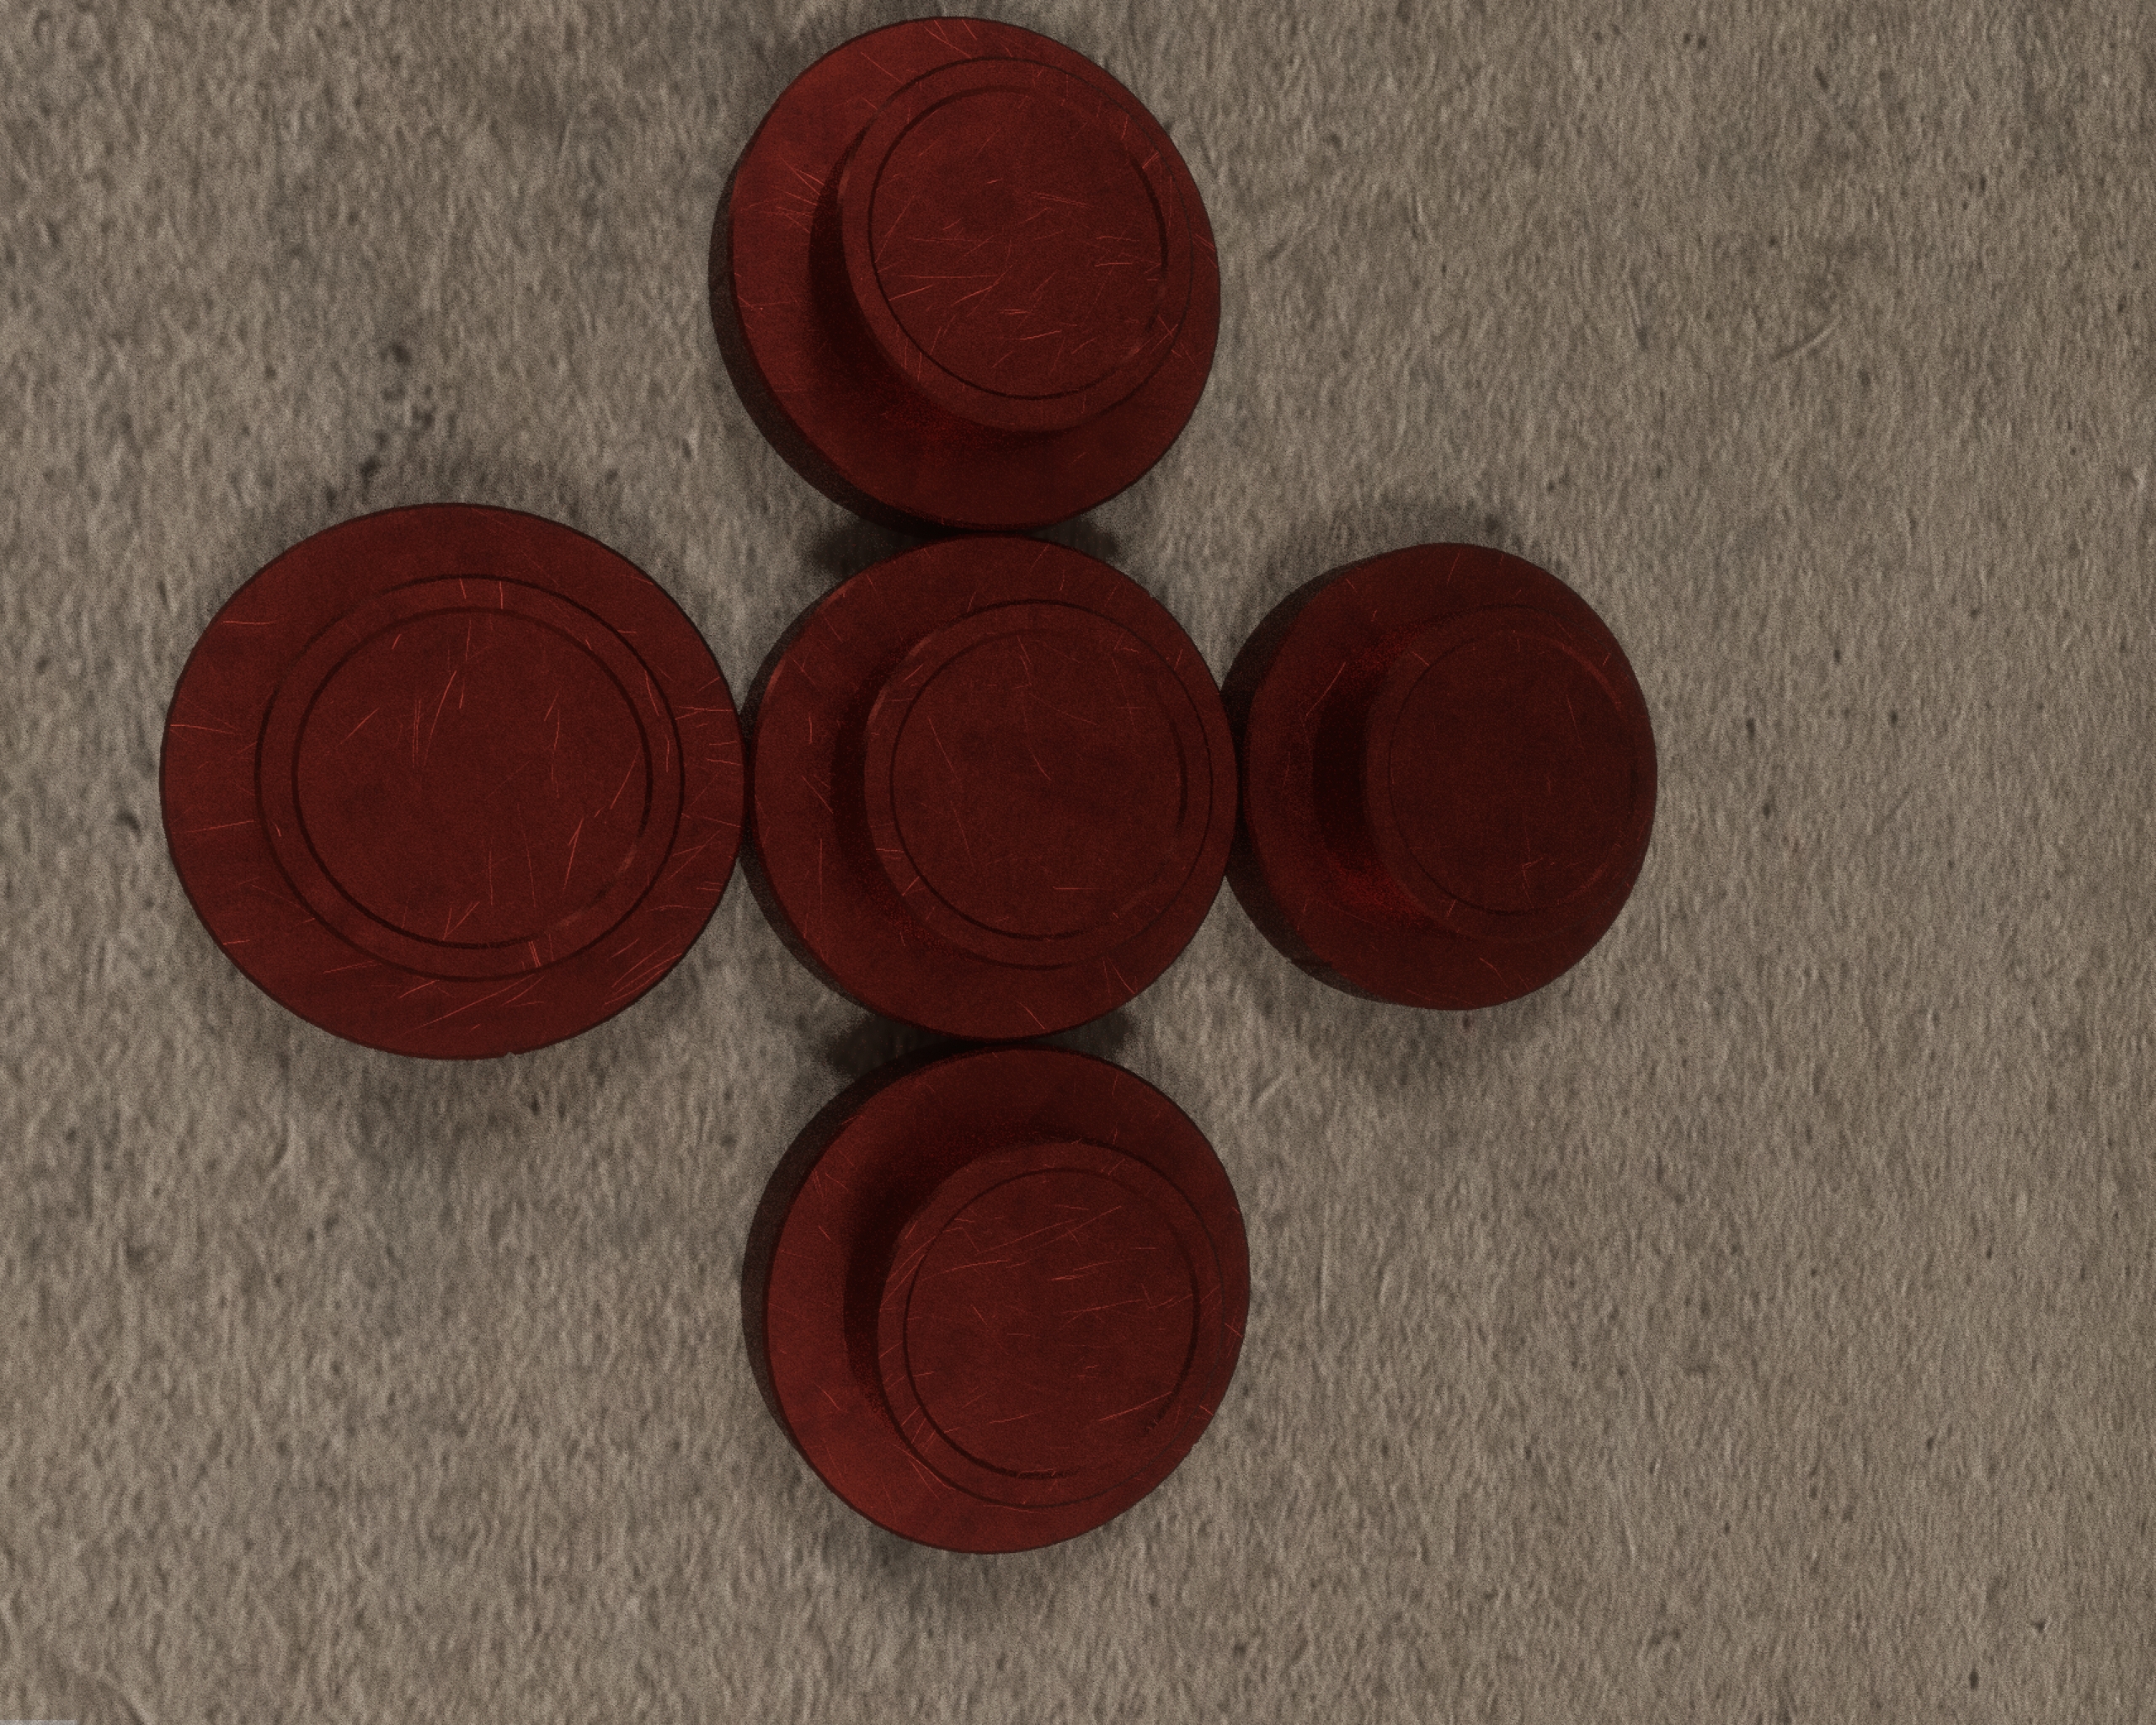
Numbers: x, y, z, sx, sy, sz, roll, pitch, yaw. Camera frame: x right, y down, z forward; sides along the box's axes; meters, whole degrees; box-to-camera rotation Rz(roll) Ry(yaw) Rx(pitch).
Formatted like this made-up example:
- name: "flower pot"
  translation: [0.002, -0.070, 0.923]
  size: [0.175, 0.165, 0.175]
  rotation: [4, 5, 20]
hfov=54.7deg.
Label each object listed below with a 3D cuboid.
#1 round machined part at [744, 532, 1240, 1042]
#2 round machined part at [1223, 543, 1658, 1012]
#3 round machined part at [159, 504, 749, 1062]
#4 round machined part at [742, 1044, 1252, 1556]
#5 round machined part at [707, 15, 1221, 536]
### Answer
- name: "round machined part"
  translation: [-0.013, -0.014, 0.397]
  size: [0.099, 0.042, 0.097]
  rotation: [0, 90, -21]
- name: "round machined part"
  translation: [0.079, -0.018, 0.432]
  size: [0.099, 0.042, 0.097]
  rotation: [0, 90, -21]
- name: "round machined part"
  translation: [-0.106, -0.014, 0.363]
  size: [0.099, 0.042, 0.097]
  rotation: [0, 90, -21]
- name: "round machined part"
  translation: [-0.011, 0.084, 0.398]
  size: [0.099, 0.042, 0.097]
  rotation: [0, 90, -21]
- name: "round machined part"
  translation: [-0.017, -0.112, 0.396]
  size: [0.099, 0.042, 0.097]
  rotation: [0, 90, -21]
